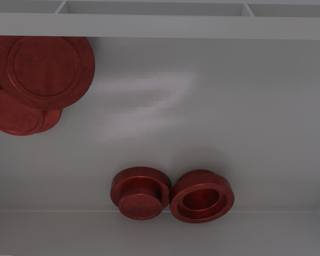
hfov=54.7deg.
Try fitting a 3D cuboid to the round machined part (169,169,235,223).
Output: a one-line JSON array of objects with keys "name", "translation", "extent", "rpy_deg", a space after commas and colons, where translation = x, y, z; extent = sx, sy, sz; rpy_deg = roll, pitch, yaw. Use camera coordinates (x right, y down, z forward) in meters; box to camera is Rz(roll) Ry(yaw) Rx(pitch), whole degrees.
[{"name": "round machined part", "translation": [0.062, 0.102, 0.481], "extent": [0.099, 0.042, 0.097], "rpy_deg": [-4, 130, -5]}]

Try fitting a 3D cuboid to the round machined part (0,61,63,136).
[{"name": "round machined part", "translation": [-0.169, -0.029, 0.372], "extent": [0.099, 0.042, 0.097], "rpy_deg": [0, 130, 0]}]

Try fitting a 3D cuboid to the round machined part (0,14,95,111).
[{"name": "round machined part", "translation": [-0.116, -0.064, 0.316], "extent": [0.099, 0.042, 0.097], "rpy_deg": [-6, 110, -16]}]

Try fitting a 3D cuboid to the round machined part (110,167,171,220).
[{"name": "round machined part", "translation": [-0.030, 0.109, 0.491], "extent": [0.099, 0.042, 0.097], "rpy_deg": [0, 130, 0]}]
